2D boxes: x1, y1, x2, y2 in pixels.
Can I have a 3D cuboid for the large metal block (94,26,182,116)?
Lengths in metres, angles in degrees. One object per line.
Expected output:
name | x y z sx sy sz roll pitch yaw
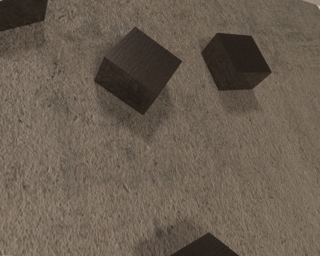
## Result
large metal block | -0.028 -0.078 0.421 0.080 0.050 0.080 36 51 -5

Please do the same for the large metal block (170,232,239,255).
large metal block | 0.045 0.157 0.292 0.081 0.050 0.080 -16 29 -35

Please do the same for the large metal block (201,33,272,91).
large metal block | 0.129 -0.112 0.528 0.081 0.050 0.080 -6 65 -31

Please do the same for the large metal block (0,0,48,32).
large metal block | -0.200 -0.172 0.385 0.081 0.050 0.080 -34 81 -38
